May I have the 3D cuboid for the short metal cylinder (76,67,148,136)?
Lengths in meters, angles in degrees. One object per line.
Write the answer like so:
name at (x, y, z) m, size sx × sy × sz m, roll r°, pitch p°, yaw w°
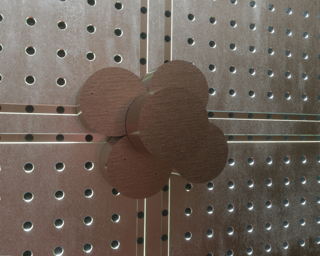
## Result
short metal cylinder at (-0.059, -0.030, 0.377) m, size 0.081 × 0.050 × 0.079 m, roll 0°, pitch 90°, yaw -21°

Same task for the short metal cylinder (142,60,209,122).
short metal cylinder at (0.016, -0.044, 0.406) m, size 0.081 × 0.050 × 0.079 m, roll 0°, pitch 90°, yaw -21°

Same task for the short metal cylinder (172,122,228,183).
short metal cylinder at (0.044, 0.030, 0.416) m, size 0.081 × 0.050 × 0.079 m, roll 0°, pitch 90°, yaw -21°

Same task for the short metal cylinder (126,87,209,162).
short metal cylinder at (0.007, -0.004, 0.348) m, size 0.081 × 0.050 × 0.079 m, roll -1°, pitch 92°, yaw -21°

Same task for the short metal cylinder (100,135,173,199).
short metal cylinder at (-0.031, 0.044, 0.388) m, size 0.081 × 0.050 × 0.079 m, roll 0°, pitch 90°, yaw -21°
